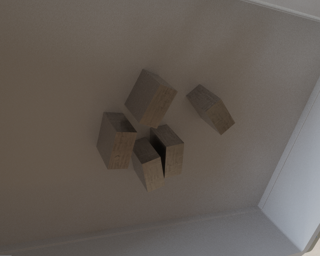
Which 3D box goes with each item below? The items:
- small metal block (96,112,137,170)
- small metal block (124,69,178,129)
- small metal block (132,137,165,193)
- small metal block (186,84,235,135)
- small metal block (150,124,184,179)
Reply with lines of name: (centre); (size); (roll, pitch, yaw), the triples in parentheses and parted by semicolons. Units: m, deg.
small metal block: (-0.053, 0.015, 0.372); (0.025, 0.050, 0.050); (2, 118, -30)
small metal block: (-0.012, -0.035, 0.364); (0.025, 0.050, 0.050); (18, 109, -35)
small metal block: (-0.018, 0.048, 0.412); (0.025, 0.050, 0.050); (-20, 126, -16)
small metal block: (0.067, -0.025, 0.414); (0.025, 0.050, 0.050); (-41, 129, 0)
small metal block: (0.008, 0.030, 0.415); (0.025, 0.050, 0.050); (-12, 124, -22)
